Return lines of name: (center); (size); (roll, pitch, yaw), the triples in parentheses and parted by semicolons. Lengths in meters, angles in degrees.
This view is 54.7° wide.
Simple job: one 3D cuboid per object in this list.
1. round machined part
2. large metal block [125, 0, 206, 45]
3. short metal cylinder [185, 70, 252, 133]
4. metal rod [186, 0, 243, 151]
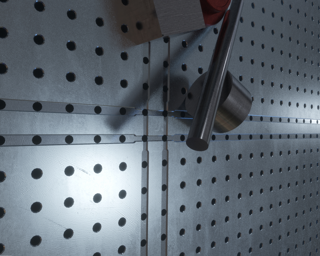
round machined part: (0.069, -0.202, 0.458); (0.099, 0.042, 0.097); (0, 90, -40)
large metal block: (0.006, -0.158, 0.399); (0.081, 0.050, 0.080); (-25, 106, -37)
short metal cylinder: (0.084, -0.039, 0.446); (0.050, 0.080, 0.080); (34, 69, -35)
metal rod: (0.084, -0.095, 0.427); (0.025, 0.025, 0.300); (46, 47, -30)
